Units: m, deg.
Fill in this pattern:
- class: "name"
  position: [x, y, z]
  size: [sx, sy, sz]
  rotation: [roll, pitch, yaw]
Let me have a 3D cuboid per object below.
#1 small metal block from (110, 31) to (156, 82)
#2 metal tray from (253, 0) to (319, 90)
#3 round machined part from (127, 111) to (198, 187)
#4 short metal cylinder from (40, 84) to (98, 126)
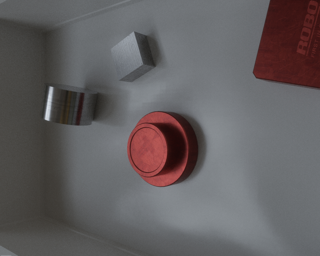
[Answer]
- class: "small metal block"
  position: [-0.039, -0.099, 0.437]
  size: [0.050, 0.025, 0.050]
  rotation: [-25, 74, 37]
- class: "metal tray"
  position: [0.147, -0.102, 0.282]
  size: [0.090, 0.030, 0.129]
  rotation: [18, 102, 38]
- class: "round machined part"
  position: [-0.004, 0.027, 0.397]
  size: [0.098, 0.042, 0.097]
  rotation: [0, 90, 39]
- class: "short metal cylinder"
  position: [-0.143, -0.038, 0.486]
  size: [0.080, 0.081, 0.050]
  rotation: [19, 102, 38]
